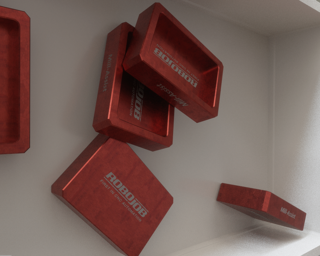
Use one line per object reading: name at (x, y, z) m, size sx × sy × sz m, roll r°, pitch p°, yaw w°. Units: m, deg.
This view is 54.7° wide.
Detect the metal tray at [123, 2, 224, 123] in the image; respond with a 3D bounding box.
metal tray at (0.023, -0.075, 0.376) m, size 0.130 × 0.030 × 0.090 m, roll 33°, pitch 55°, yaw -33°

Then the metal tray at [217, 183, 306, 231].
metal tray at (0.167, 0.129, 0.507) m, size 0.131 × 0.090 × 0.030 m, roll 31°, pitch 71°, yaw -36°

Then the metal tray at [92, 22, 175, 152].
metal tray at (-0.024, -0.047, 0.363) m, size 0.090 × 0.030 × 0.130 m, roll 23°, pitch 61°, yaw -38°

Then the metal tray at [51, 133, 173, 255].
metal tray at (-0.049, 0.079, 0.364) m, size 0.090 × 0.030 × 0.130 m, roll -52°, pitch 121°, yaw -27°

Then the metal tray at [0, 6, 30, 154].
metal tray at (-0.163, -0.042, 0.266) m, size 0.091 × 0.030 × 0.129 m, roll 0°, pitch 90°, yaw -40°
